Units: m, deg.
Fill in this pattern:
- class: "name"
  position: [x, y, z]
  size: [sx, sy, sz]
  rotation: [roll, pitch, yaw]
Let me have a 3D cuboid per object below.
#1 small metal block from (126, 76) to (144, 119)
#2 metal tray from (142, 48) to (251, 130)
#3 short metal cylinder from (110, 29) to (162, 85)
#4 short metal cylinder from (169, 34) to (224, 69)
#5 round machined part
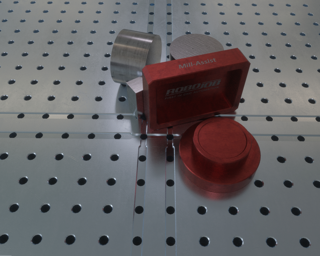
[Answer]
- class: "small metal block"
  position: [-0.017, -0.047, 0.431]
  size: [0.050, 0.050, 0.025]
  rotation: [-27, 55, -21]
- class: "metal tray"
  position: [0.045, -0.049, 0.407]
  size: [0.131, 0.089, 0.030]
  rotation: [-13, 52, -11]
- class: "short metal cylinder"
  position: [-0.033, -0.101, 0.456]
  size: [0.050, 0.080, 0.080]
  rotation: [14, 51, 11]
- class: "short metal cylinder"
  position: [0.054, -0.101, 0.476]
  size: [0.081, 0.050, 0.080]
  rotation: [0, 50, 0]
- class: "round machined part"
  position: [0.073, 0.025, 0.376]
  size: [0.099, 0.042, 0.098]
  rotation: [0, 50, 0]
